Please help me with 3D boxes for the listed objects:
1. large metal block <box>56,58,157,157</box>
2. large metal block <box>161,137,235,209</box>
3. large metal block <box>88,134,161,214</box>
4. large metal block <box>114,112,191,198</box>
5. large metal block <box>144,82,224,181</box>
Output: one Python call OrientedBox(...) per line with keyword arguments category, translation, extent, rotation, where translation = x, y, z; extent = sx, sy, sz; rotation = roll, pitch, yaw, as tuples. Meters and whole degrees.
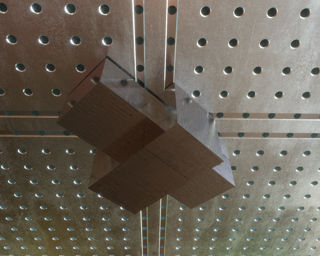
OrientedBox(category="large metal block", translation=(-0.061, -0.022, 0.372), extent=(0.080, 0.050, 0.080), rotation=(-37, 122, 28))
OrientedBox(category="large metal block", translation=(0.049, 0.064, 0.451), extent=(0.080, 0.050, 0.080), rotation=(-36, 122, 27))
OrientedBox(category="large metal block", translation=(-0.045, 0.058, 0.425), extent=(0.050, 0.080, 0.080), rotation=(-37, 122, 26))
OrientedBox(category="large metal block", translation=(-0.009, 0.031, 0.402), extent=(0.050, 0.080, 0.080), rotation=(-37, 122, 26))
OrientedBox(category="large metal block", translation=(0.028, 0.004, 0.380), extent=(0.050, 0.080, 0.080), rotation=(-37, 122, 26))
